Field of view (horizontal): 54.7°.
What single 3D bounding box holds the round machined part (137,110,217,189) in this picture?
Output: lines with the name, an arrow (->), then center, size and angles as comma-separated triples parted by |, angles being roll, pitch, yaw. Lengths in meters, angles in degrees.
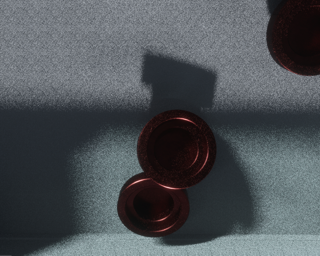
round machined part -> 0.019, 0.028, 0.399 | 0.099, 0.042, 0.097 | 1, 84, -8

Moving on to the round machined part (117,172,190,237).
round machined part -> -0.009, 0.103, 0.439 | 0.099, 0.042, 0.097 | 0, 112, 0

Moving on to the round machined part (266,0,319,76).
round machined part -> 0.174, -0.113, 0.363 | 0.099, 0.042, 0.097 | 0, 110, -1
